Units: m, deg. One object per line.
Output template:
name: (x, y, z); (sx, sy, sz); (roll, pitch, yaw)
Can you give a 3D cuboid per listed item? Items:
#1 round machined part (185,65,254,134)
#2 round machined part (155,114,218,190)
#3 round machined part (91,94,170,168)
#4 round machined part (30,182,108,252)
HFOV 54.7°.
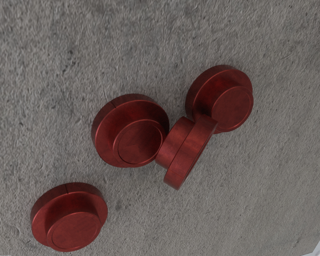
round machined part: (0.087, -0.033, 0.423); (0.099, 0.042, 0.097); (-14, 124, -21)
round machined part: (0.029, 0.024, 0.383); (0.098, 0.042, 0.098); (-56, 169, -16)
round machined part: (-0.032, 0.010, 0.385); (0.099, 0.042, 0.097); (-14, 124, -21)
round machined part: (-0.116, 0.123, 0.409); (0.099, 0.042, 0.097); (-14, 124, -21)
